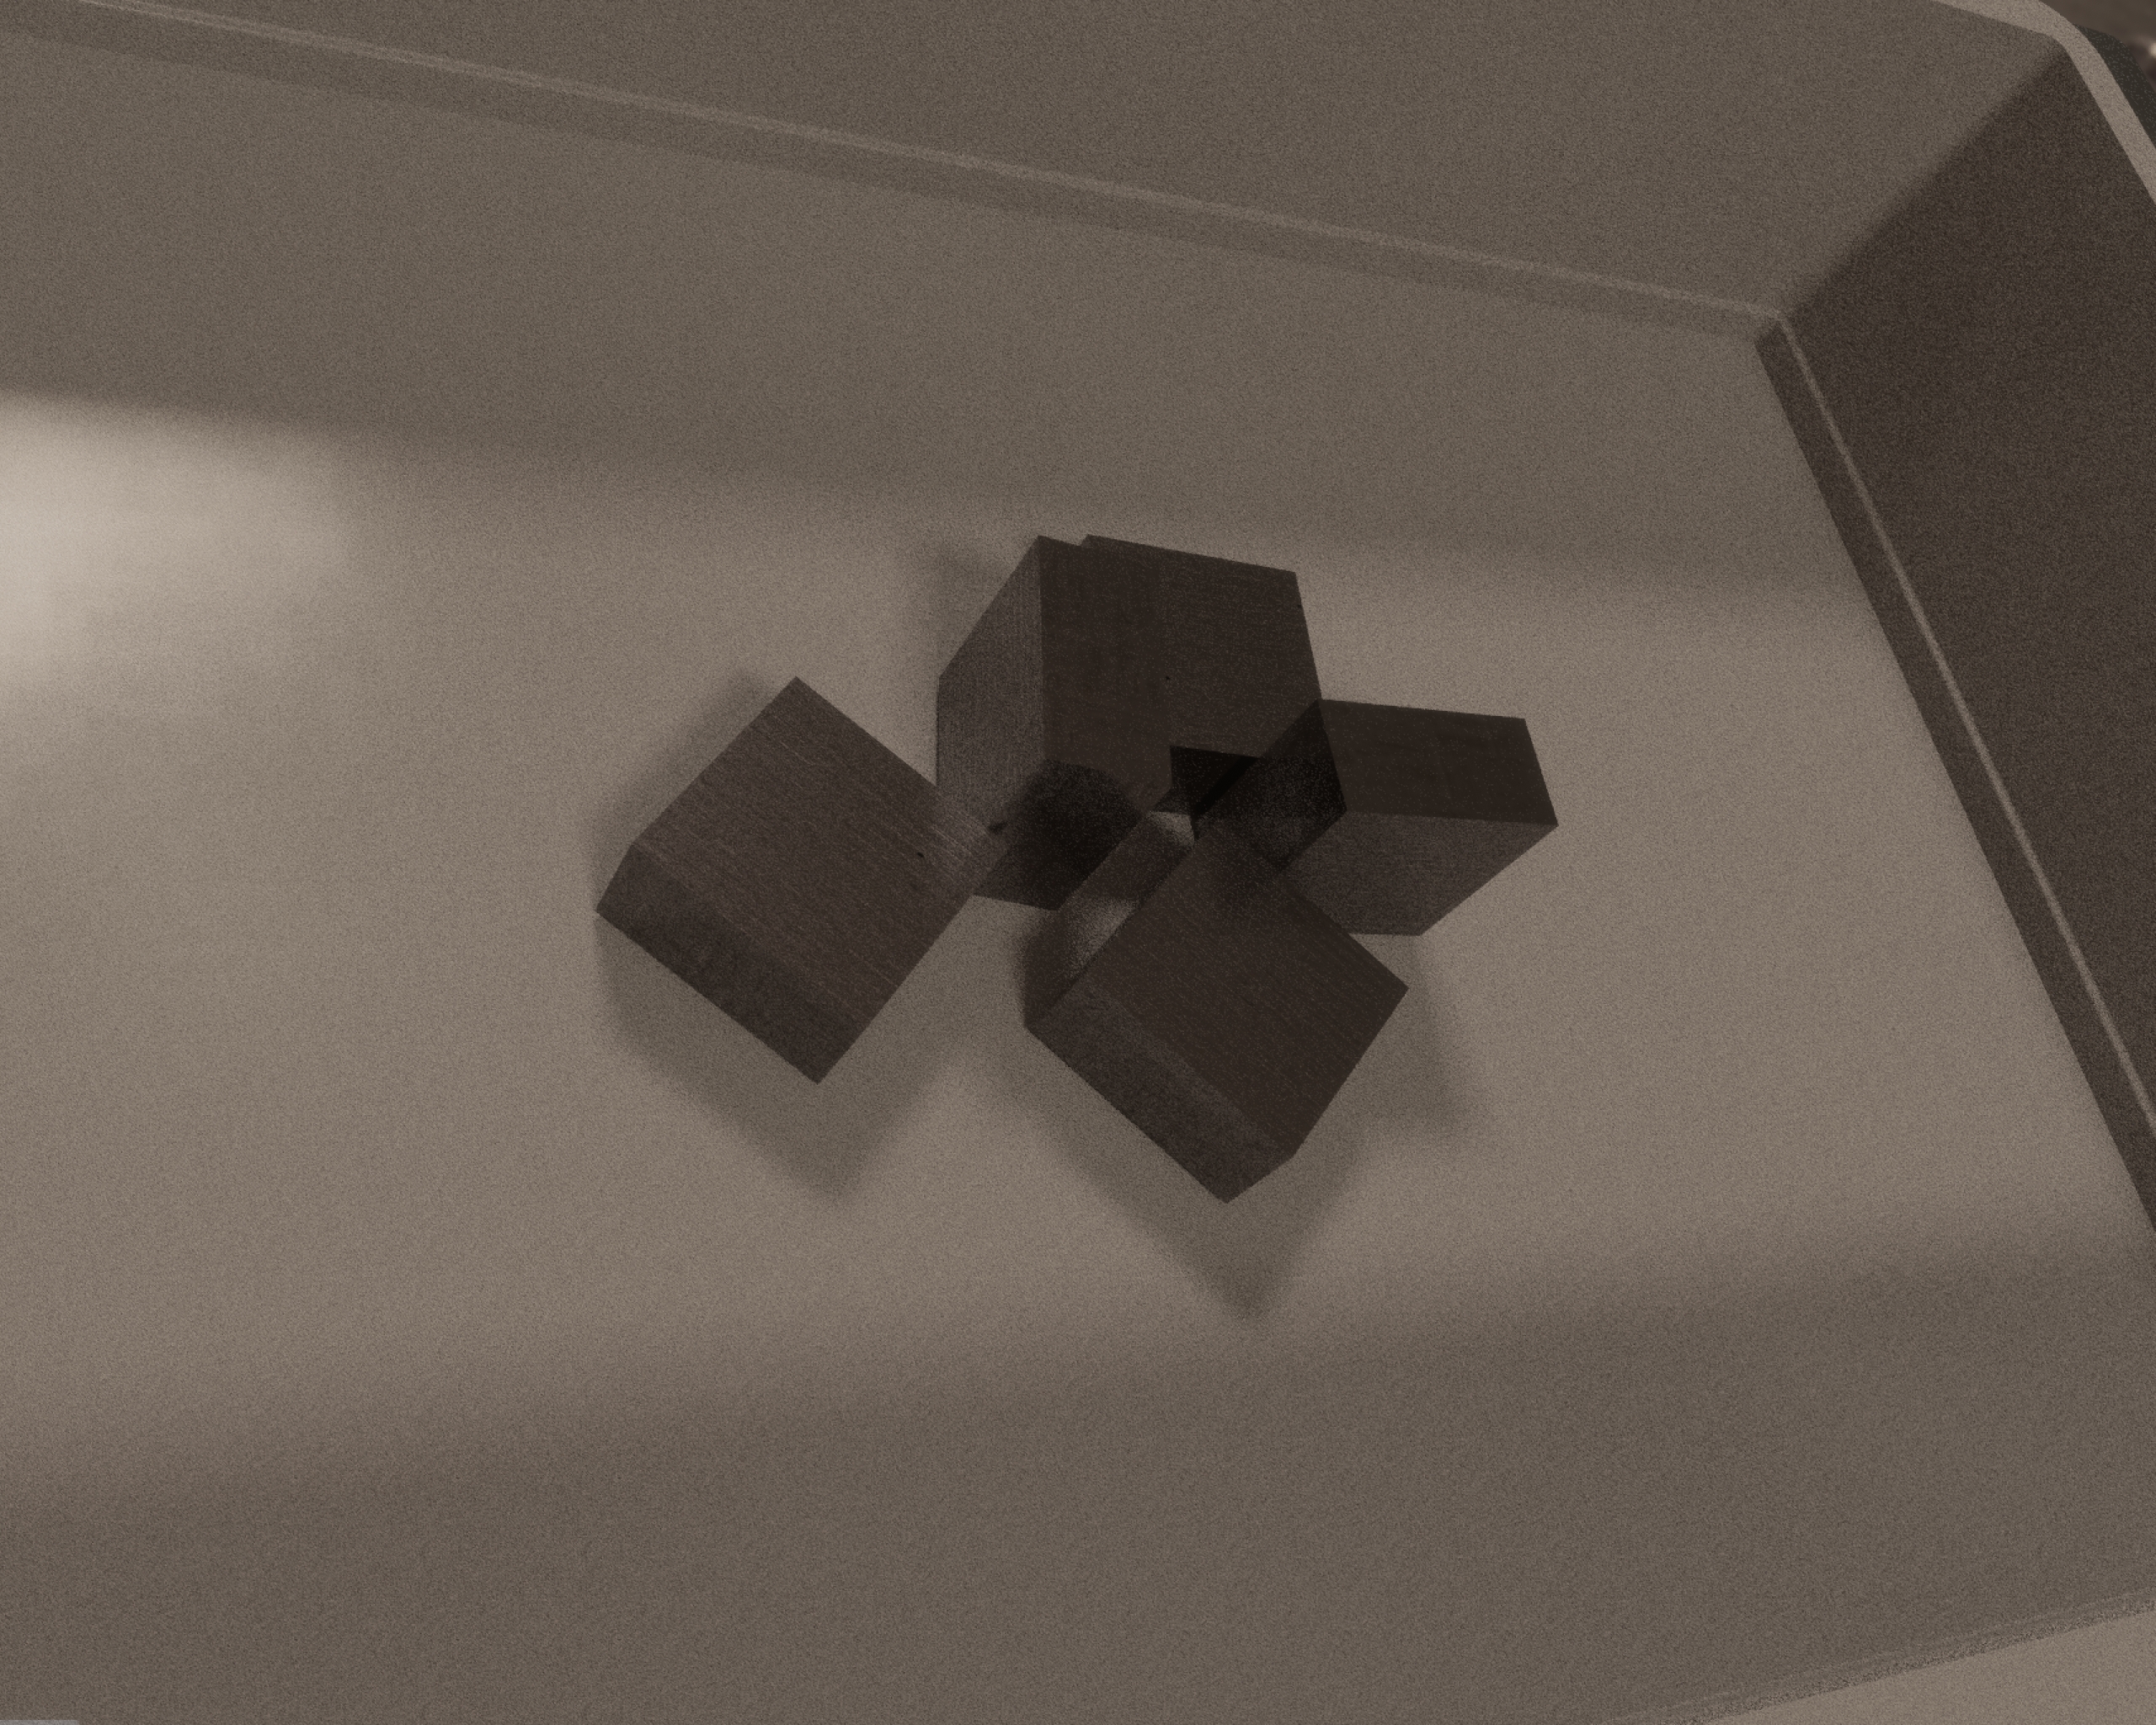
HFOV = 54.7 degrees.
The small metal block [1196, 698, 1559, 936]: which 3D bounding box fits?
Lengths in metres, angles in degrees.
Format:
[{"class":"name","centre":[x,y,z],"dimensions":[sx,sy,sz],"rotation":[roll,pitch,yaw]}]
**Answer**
[{"class":"small metal block","centre":[0.060,-0.008,0.426],"dimensions":[0.050,0.050,0.025],"rotation":[3,61,-27]}]

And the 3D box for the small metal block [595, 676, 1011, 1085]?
[{"class":"small metal block","centre":[-0.049,0.003,0.376],"dimensions":[0.050,0.025,0.050],"rotation":[39,51,-3]}]

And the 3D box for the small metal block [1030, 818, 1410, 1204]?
[{"class":"small metal block","centre":[0.028,0.028,0.402],"dimensions":[0.050,0.025,0.050],"rotation":[42,51,0]}]

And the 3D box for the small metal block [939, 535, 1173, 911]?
[{"class":"small metal block","centre":[-0.006,-0.026,0.401],"dimensions":[0.025,0.050,0.050],"rotation":[12,57,-22]}]

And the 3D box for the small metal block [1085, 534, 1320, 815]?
[{"class":"small metal block","centre":[0.023,-0.038,0.440],"dimensions":[0.050,0.025,0.050],"rotation":[6,59,-25]}]
